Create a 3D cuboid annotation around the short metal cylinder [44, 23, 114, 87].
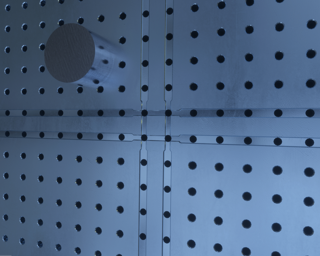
[{"bbox_3d":[-0.113,-0.101,0.438,0.080,0.050,0.079,0,90,19],"label":"short metal cylinder"}]
